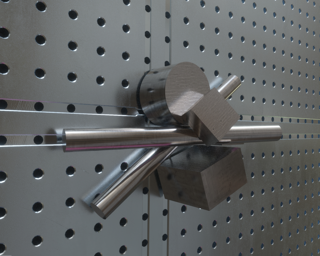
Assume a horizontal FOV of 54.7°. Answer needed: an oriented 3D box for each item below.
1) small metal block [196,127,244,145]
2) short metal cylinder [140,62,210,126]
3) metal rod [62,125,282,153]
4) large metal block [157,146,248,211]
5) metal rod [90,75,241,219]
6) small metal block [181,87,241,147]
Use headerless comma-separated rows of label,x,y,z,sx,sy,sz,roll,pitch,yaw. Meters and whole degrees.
small metal block,0.090,0.012,0.464,0.050,0.050,0.025,0,90,-39
short metal cylinder,0.021,-0.043,0.406,0.081,0.050,0.080,1,89,-40
metal rod,0.036,0.010,0.389,0.303,0.025,0.025,-1,91,-27
large metal block,0.056,0.062,0.415,0.081,0.080,0.050,-23,105,-38
metal rod,0.026,0.009,0.428,0.302,0.025,0.025,-42,116,-32
small metal block,0.063,-0.014,0.382,0.050,0.025,0.050,49,59,-3
